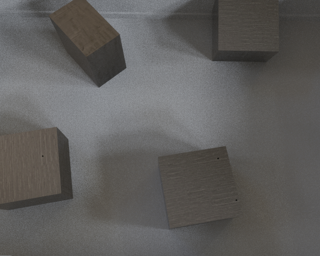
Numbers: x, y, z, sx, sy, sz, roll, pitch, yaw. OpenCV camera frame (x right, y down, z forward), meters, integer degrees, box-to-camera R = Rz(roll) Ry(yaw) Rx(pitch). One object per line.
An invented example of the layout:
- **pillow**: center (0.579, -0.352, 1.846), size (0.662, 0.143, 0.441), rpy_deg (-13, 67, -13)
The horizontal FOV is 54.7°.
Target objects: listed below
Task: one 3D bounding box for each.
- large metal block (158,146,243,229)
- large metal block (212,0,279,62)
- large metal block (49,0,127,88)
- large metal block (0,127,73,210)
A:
- **large metal block**: center (0.044, 0.072, 0.370), size (0.081, 0.050, 0.080), rpy_deg (-9, 70, -3)
- **large metal block**: center (0.118, -0.140, 0.438), size (0.080, 0.050, 0.080), rpy_deg (1, 86, 0)
- **large metal block**: center (-0.094, -0.115, 0.422), size (0.050, 0.080, 0.080), rpy_deg (-39, 75, -13)
- **large metal block**: center (-0.156, 0.050, 0.377), size (0.081, 0.050, 0.080), rpy_deg (-9, 70, -4)
